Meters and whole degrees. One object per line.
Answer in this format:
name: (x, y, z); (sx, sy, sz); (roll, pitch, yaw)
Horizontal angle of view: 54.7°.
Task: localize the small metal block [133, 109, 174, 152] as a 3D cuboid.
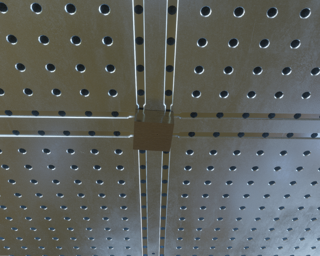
small metal block: (-0.009, 0.004, 0.414); (0.050, 0.025, 0.050); (4, 130, -4)
